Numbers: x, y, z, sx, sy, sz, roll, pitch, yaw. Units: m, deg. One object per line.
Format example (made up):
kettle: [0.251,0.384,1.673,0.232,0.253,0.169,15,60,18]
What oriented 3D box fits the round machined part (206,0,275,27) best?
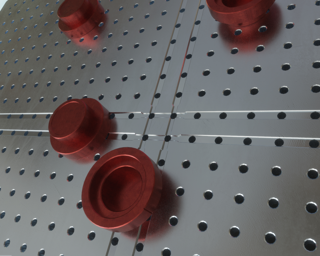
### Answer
round machined part: [0.120,-0.187,0.450,0.098,0.042,0.098,-13,56,21]

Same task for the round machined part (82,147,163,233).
round machined part: [-0.041,0.076,0.374,0.098,0.042,0.098,-13,56,21]

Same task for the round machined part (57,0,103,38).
round machined part: [-0.168,-0.235,0.632,0.098,0.042,0.098,-13,56,21]

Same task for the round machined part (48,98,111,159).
round machined part: [-0.128,-0.005,0.469,0.098,0.042,0.098,-13,56,21]
